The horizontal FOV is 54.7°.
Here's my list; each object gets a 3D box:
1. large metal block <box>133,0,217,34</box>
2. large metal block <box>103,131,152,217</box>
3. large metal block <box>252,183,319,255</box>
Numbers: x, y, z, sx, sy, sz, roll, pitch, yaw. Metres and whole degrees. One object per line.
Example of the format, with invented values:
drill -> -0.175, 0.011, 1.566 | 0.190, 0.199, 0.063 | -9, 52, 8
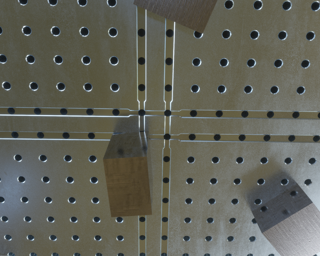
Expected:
large metal block -> 0.024, -0.159, 0.342 | 0.080, 0.050, 0.079 | 21, 109, -8
large metal block -> -0.038, 0.057, 0.405 | 0.050, 0.080, 0.079 | -4, 110, 1
large metal block -> 0.198, 0.143, 0.456 | 0.080, 0.050, 0.080 | -37, 106, 12
